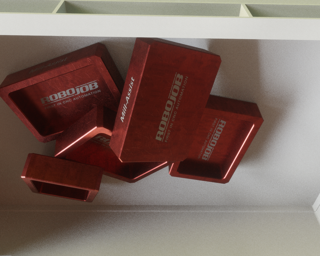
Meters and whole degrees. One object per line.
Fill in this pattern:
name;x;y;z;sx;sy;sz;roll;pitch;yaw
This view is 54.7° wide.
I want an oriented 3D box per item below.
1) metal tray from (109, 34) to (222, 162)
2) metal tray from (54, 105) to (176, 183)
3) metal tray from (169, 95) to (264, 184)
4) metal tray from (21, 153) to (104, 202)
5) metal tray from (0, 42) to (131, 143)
metal tray;0.005;-0.026;0.336;0.091;0.030;0.129;3;114;-33
metal tray;-0.054;0.027;0.398;0.090;0.030;0.131;-31;139;31
metal tray;0.070;0.019;0.421;0.091;0.030;0.129;10;130;-9
metal tray;-0.131;0.073;0.426;0.091;0.030;0.129;13;157;-12
metal tray;-0.108;-0.037;0.370;0.130;0.030;0.090;-16;129;12
